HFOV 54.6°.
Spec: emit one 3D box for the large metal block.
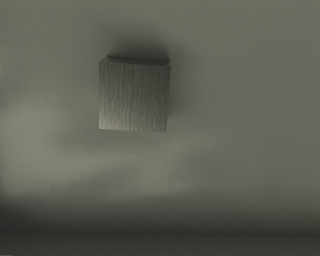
[{"bbox_3d":[-0.030,-0.042,0.382,0.080,0.050,0.079,3,110,-2],"label":"large metal block"}]
